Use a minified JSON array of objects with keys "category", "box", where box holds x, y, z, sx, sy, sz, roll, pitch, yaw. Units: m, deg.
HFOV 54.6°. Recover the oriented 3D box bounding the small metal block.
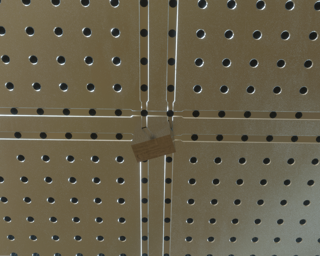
[{"category":"small metal block","box":[-0.008,0.017,0.406,0.050,0.050,0.025,-16,109,6]}]
